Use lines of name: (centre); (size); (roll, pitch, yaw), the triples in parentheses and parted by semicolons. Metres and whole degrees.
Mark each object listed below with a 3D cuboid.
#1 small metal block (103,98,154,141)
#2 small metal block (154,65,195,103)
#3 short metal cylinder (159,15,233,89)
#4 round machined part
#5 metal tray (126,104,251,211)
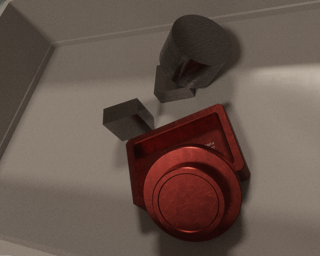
small metal block: (-0.041, -0.010, 0.416); (0.050, 0.050, 0.025); (-16, 56, 18)
small metal block: (0.021, -0.066, 0.434); (0.050, 0.025, 0.050); (-9, 58, 23)
short metal cylinder: (0.045, -0.098, 0.399); (0.081, 0.050, 0.080); (9, 61, -15)
round machined part: (0.030, 0.067, 0.305); (0.098, 0.042, 0.097); (2, 97, 12)
metal tray: (0.028, 0.035, 0.365); (0.130, 0.030, 0.090); (-22, 54, 14)
